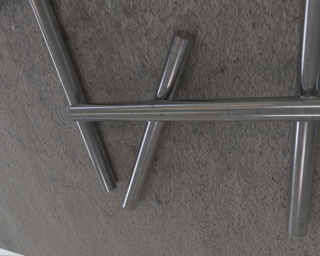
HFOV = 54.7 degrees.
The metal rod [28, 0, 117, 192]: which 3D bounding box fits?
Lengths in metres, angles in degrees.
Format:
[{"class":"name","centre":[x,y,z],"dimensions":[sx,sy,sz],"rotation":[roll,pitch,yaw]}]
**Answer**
[{"class":"metal rod","centre":[-0.117,-0.034,0.447],"dimensions":[0.025,0.025,0.298],"rotation":[0,118,28]}]

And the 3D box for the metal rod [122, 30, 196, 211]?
[{"class":"metal rod","centre":[-0.012,0.013,0.421],"dimensions":[0.025,0.025,0.298],"rotation":[27,128,11]}]

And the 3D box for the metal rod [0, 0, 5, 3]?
[{"class":"metal rod","centre":[-0.199,-0.182,0.399],"dimensions":[0.300,0.025,0.025],"rotation":[-11,113,32]}]

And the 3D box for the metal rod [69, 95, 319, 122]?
[{"class":"metal rod","centre":[0.019,-0.020,0.350],"dimensions":[0.300,0.025,0.025],"rotation":[1,119,28]}]

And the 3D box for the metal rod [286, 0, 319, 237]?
[{"class":"metal rod","centre":[0.153,-0.001,0.325],"dimensions":[0.025,0.025,0.298],"rotation":[5,121,25]}]
